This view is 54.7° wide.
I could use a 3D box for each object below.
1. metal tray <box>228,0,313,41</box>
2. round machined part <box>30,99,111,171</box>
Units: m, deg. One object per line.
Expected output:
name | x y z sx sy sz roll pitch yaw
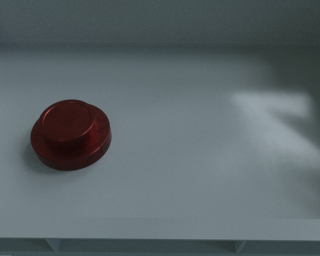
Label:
metal tray | 0.192 -0.203 0.537 0.131 0.089 0.030 -8 51 -9
round machined part | -0.113 0.002 0.391 0.099 0.042 0.098 0 50 0
